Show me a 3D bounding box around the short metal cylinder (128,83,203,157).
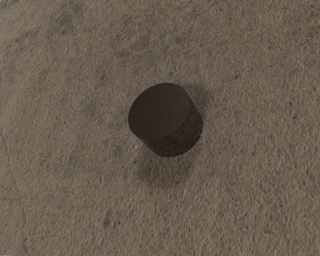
[{"bbox_3d":[0.008,-0.010,0.389,0.080,0.050,0.080,-13,56,20],"label":"short metal cylinder"}]
